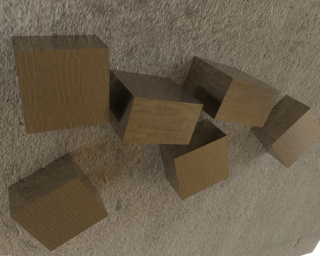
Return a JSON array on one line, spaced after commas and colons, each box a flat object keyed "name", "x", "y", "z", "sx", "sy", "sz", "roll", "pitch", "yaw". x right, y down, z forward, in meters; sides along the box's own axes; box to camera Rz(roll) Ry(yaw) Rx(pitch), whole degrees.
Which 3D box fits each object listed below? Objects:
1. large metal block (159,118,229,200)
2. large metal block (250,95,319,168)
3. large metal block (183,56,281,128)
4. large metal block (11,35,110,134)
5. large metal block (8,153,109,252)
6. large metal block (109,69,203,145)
[{"name": "large metal block", "x": 0.050, "y": 0.044, "z": 0.445, "sx": 0.081, "sy": 0.050, "sz": 0.080, "roll": -23, "pitch": 127, "yaw": -15}, {"name": "large metal block", "x": 0.209, "y": 0.007, "z": 0.509, "sx": 0.080, "sy": 0.050, "sz": 0.080, "roll": -45, "pitch": 129, "yaw": 3}, {"name": "large metal block", "x": 0.086, "y": -0.046, "z": 0.390, "sx": 0.081, "sy": 0.080, "sz": 0.050, "roll": 8, "pitch": 115, "yaw": -32}, {"name": "large metal block", "x": -0.097, "y": -0.046, "z": 0.309, "sx": 0.081, "sy": 0.050, "sz": 0.079, "roll": -9, "pitch": 122, "yaw": -24}, {"name": "large metal block", "x": -0.123, "y": 0.091, "z": 0.380, "sx": 0.080, "sy": 0.050, "sz": 0.080, "roll": -31, "pitch": 129, "yaw": -8}, {"name": "large metal block", "x": -0.012, "y": -0.024, "z": 0.349, "sx": 0.081, "sy": 0.080, "sz": 0.050, "roll": 3, "pitch": 117, "yaw": -30}]
